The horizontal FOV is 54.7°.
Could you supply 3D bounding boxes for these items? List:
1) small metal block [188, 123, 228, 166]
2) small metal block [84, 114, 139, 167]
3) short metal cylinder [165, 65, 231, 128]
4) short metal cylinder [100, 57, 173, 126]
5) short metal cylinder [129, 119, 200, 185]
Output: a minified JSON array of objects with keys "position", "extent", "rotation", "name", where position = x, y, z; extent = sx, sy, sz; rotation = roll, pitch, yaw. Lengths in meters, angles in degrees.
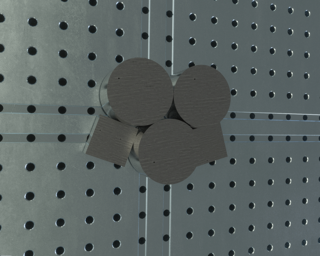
[{"position":[0.061,0.022,0.432],"extent":[0.050,0.025,0.050],"rotation":[-15,95,-20],"name":"small metal block"},{"position":[-0.061,0.016,0.386],"extent":[0.050,0.025,0.050],"rotation":[22,83,-19],"name":"small metal block"},{"position":[0.046,-0.040,0.412],"extent":[0.081,0.050,0.079],"rotation":[0,90,-20],"name":"short metal cylinder"},{"position":[-0.030,-0.043,0.384],"extent":[0.081,0.050,0.079],"rotation":[0,90,-20],"name":"short metal cylinder"},{"position":[0.004,0.028,0.397],"extent":[0.081,0.050,0.079],"rotation":[0,90,-20],"name":"short metal cylinder"}]
